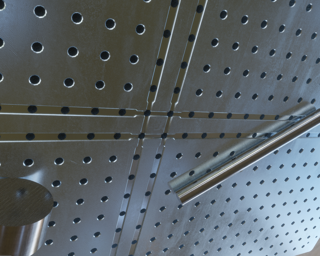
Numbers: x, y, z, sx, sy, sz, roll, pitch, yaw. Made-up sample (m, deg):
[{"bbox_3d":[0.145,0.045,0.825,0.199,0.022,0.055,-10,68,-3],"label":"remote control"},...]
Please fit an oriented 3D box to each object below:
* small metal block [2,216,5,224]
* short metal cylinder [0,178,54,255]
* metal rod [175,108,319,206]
[{"bbox_3d":[-0.207,0.135,0.382,0.050,0.025,0.050,-13,124,-22],"label":"small metal block"},{"bbox_3d":[-0.166,0.100,0.347,0.081,0.080,0.050,6,115,-31],"label":"short metal cylinder"},{"bbox_3d":[0.161,0.045,0.526,0.302,0.025,0.025,-28,128,-11],"label":"metal rod"}]
